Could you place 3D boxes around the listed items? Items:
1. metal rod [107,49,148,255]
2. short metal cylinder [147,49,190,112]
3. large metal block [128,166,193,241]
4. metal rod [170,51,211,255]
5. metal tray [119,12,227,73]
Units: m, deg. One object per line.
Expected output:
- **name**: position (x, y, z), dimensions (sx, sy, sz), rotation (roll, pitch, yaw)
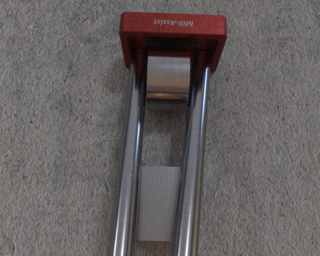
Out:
- **metal rod**: position (-0.033, 0.019, 0.353), dimensions (0.025, 0.025, 0.300), rotation (2, 55, 0)
- **short metal cylinder**: position (0.010, -0.062, 0.403), dimensions (0.050, 0.080, 0.080), rotation (2, 70, 0)
- **large metal block**: position (0.003, 0.089, 0.361), dimensions (0.081, 0.050, 0.080), rotation (2, 70, 0)
- **metal rod**: position (0.039, 0.022, 0.352), dimensions (0.025, 0.025, 0.300), rotation (8, 55, 2)
- **metal tray**: position (0.016, -0.112, 0.416), dimensions (0.131, 0.090, 0.030), rotation (2, 70, 0)
